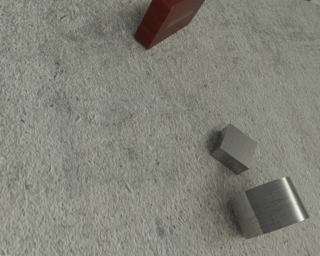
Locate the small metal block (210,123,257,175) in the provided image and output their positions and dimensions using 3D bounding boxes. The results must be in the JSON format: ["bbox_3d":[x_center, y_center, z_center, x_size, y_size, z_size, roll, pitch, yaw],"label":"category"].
[{"bbox_3d":[0.106,0.030,0.442,0.050,0.025,0.050,36,51,-5],"label":"small metal block"}]

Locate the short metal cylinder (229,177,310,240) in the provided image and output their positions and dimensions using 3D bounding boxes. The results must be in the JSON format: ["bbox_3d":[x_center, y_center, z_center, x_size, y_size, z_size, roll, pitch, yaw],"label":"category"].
[{"bbox_3d":[0.132,0.098,0.379,0.081,0.080,0.050,-6,65,-31],"label":"short metal cylinder"}]

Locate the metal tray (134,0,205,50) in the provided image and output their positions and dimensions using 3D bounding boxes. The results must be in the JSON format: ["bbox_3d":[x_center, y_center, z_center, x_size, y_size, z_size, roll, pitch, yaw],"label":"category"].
[{"bbox_3d":[0.024,-0.185,0.487,0.030,0.090,0.131,45,51,2],"label":"metal tray"}]
